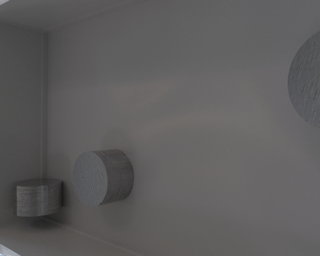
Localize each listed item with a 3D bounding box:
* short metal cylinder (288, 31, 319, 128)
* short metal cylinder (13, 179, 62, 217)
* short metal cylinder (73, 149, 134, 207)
[{"bbox_3d":[0.153,-0.039,0.248,0.080,0.050,0.079,3,94,60],"label":"short metal cylinder"},{"bbox_3d":[-0.217,0.121,0.550,0.080,0.081,0.050,-1,90,40],"label":"short metal cylinder"},{"bbox_3d":[-0.085,0.073,0.461,0.080,0.050,0.080,0,90,40],"label":"short metal cylinder"}]
